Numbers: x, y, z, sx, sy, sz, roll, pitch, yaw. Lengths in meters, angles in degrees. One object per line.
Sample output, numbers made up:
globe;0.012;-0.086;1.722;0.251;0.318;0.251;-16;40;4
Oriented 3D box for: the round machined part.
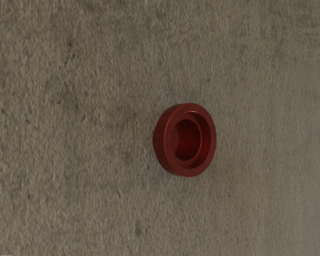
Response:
round machined part;0.029;0.016;0.420;0.099;0.042;0.097;0;90;-40
